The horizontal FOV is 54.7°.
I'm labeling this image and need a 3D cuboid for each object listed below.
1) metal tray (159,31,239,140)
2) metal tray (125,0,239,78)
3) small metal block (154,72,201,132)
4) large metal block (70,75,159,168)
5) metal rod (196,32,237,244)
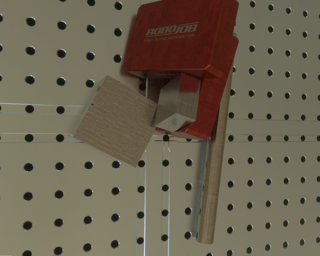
[{"bbox_3d":[0.046,-0.052,0.395,0.030,0.090,0.129,20,83,-20],"label":"metal tray"},{"bbox_3d":[0.020,-0.106,0.366,0.030,0.130,0.090,17,83,-48],"label":"metal tray"},{"bbox_3d":[0.020,-0.028,0.355,0.025,0.050,0.050,19,66,-23],"label":"small metal block"},{"bbox_3d":[-0.053,-0.007,0.381,0.080,0.050,0.080,29,80,-18],"label":"large metal block"},{"bbox_3d":[0.081,0.012,0.443,0.025,0.025,0.298,8,87,-20],"label":"metal rod"}]
